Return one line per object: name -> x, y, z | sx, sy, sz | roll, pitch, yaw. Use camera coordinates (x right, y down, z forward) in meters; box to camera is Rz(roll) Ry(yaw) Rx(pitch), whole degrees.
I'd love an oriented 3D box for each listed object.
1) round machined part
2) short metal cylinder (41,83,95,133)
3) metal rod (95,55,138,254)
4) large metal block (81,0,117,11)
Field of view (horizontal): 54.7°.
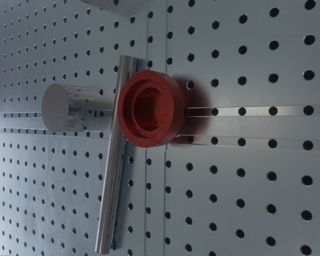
round machined part -> -0.007, -0.024, 0.404 | 0.098, 0.042, 0.097 | 0, 90, 40
short metal cylinder -> -0.155, -0.032, 0.521 | 0.080, 0.050, 0.079 | 0, 90, 40
metal rod -> -0.066, 0.044, 0.464 | 0.025, 0.025, 0.298 | 14, 99, 39
large metal block -> -0.086, -0.240, 0.464 | 0.080, 0.050, 0.080 | -31, 71, 35
